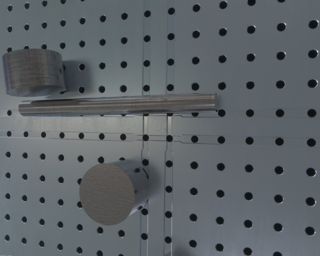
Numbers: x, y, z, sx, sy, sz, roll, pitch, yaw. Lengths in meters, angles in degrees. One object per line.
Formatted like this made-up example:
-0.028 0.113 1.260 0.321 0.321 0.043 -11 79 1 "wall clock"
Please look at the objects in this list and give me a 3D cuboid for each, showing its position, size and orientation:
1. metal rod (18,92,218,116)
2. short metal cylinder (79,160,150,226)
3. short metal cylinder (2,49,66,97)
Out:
-0.071 -0.031 0.437 0.301 0.025 0.025 0 90 19 "metal rod"
-0.061 0.085 0.421 0.080 0.050 0.079 0 90 20 "short metal cylinder"
-0.180 -0.077 0.447 0.080 0.080 0.050 -9 87 20 "short metal cylinder"
